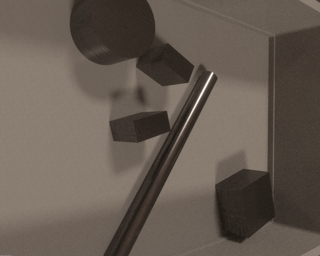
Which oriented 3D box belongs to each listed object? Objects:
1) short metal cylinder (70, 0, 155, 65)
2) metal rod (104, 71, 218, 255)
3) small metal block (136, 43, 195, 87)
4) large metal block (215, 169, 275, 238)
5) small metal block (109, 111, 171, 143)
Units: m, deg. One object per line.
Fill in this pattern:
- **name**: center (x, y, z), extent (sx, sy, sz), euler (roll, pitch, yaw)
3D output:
- **short metal cylinder**: center (-0.052, -0.114, 0.348), extent (0.081, 0.050, 0.079), euler (0, 90, -40)
- **metal rod**: center (0.009, 0.043, 0.415), extent (0.025, 0.025, 0.300), euler (44, 64, -32)
- **small metal block**: center (0.007, -0.079, 0.398), extent (0.050, 0.050, 0.025), euler (32, 70, -36)
- **large metal block**: center (0.142, 0.121, 0.513), extent (0.081, 0.050, 0.079), euler (-18, 102, -39)
- **small metal block**: center (-0.024, -0.002, 0.372), extent (0.050, 0.050, 0.025), euler (-19, 102, -39)
